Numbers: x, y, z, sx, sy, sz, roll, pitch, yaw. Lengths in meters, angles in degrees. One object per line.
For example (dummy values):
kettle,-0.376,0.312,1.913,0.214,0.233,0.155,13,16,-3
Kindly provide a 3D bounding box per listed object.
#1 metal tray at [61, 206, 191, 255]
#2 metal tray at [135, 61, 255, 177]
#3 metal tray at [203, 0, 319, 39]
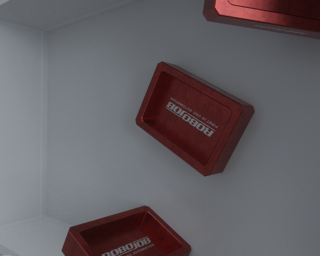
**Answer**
metal tray,-0.035,0.143,0.368,0.090,0.131,0.030,35,112,34
metal tray,0.035,-0.014,0.374,0.130,0.030,0.089,36,112,34
metal tray,0.107,-0.127,0.254,0.030,0.131,0.089,-131,48,-76
